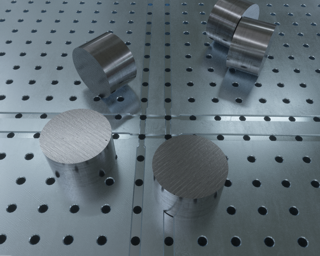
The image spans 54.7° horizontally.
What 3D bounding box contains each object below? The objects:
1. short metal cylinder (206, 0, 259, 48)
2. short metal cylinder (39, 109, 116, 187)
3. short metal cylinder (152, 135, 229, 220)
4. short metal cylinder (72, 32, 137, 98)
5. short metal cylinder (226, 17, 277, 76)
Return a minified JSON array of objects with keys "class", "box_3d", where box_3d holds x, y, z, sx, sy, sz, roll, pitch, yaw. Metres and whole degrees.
[{"class":"short metal cylinder","box_3d":[0.123,-0.178,0.523,0.050,0.080,0.080,35,58,25]},{"class":"short metal cylinder","box_3d":[-0.096,0.023,0.371,0.081,0.050,0.080,0,50,0]},{"class":"short metal cylinder","box_3d":[0.032,0.054,0.346,0.081,0.050,0.080,0,50,0]},{"class":"short metal cylinder","box_3d":[-0.080,-0.090,0.447,0.080,0.080,0.050,35,58,25]},{"class":"short metal cylinder","box_3d":[0.142,-0.126,0.480,0.050,0.080,0.080,22,53,17]}]
